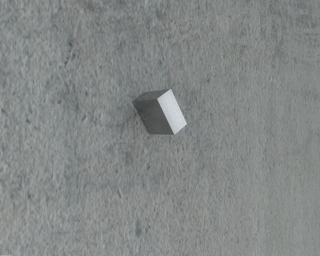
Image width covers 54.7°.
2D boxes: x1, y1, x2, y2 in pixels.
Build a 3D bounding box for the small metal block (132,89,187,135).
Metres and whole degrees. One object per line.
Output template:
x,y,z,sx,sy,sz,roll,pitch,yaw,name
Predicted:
-0.001,-0.019,0.390,0.025,0.050,0.050,-40,115,-33,small metal block
